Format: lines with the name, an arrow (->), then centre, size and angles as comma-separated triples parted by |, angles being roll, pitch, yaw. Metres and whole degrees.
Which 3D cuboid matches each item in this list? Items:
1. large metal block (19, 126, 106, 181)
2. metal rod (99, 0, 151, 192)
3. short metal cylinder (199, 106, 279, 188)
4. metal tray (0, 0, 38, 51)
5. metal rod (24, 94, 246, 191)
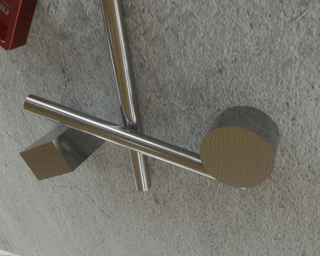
large metal block -> -0.144, 0.029, 0.463 | 0.080, 0.080, 0.050 | -17, 109, 34
metal rod -> -0.042, -0.041, 0.402 | 0.025, 0.025, 0.298 | 7, 122, 24
short metal cylinder -> 0.092, 0.021, 0.355 | 0.080, 0.050, 0.079 | 13, 124, 20
metal tray -> -0.231, -0.178, 0.412 | 0.130, 0.030, 0.089 | 39, 129, 1
metal rod -> -0.032, 0.017, 0.401 | 0.301, 0.025, 0.025 | 20, 127, 4
